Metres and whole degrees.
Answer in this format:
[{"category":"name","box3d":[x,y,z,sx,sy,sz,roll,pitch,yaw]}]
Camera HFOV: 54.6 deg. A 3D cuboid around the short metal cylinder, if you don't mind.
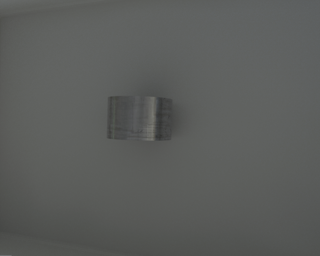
[{"category":"short metal cylinder","box3d":[-0.025,-0.012,0.387,0.080,0.080,0.050,2,91,20]}]
